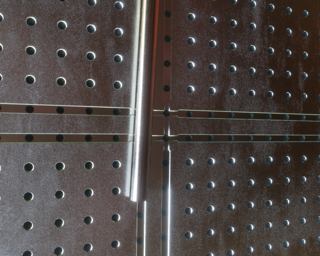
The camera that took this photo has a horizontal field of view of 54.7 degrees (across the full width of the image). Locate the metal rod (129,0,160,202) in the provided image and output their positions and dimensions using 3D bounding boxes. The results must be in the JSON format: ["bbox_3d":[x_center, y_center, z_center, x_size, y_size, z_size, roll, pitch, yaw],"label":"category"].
[{"bbox_3d":[-0.019,-0.056,0.406,0.025,0.025,0.298,4,89,-20],"label":"metal rod"}]
